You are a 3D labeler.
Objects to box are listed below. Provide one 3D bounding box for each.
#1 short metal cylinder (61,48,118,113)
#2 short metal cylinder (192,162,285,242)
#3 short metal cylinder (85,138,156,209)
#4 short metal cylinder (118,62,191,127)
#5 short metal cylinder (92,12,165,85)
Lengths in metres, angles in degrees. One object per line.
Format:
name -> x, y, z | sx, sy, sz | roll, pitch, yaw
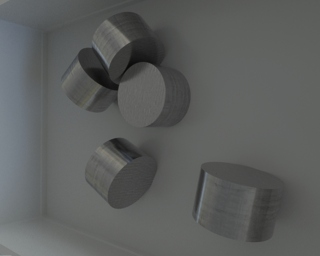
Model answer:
short metal cylinder -> -0.094, -0.069, 0.449 | 0.050, 0.081, 0.080 | -43, 64, 32
short metal cylinder -> 0.076, 0.069, 0.308 | 0.080, 0.081, 0.050 | 16, 100, 39
short metal cylinder -> -0.052, 0.060, 0.414 | 0.050, 0.081, 0.079 | 33, 111, 35
short metal cylinder -> -0.008, -0.041, 0.397 | 0.080, 0.050, 0.080 | 0, 90, 40
short metal cylinder -> -0.041, -0.102, 0.405 | 0.080, 0.081, 0.050 | -48, 61, 29
